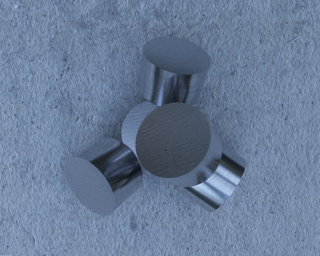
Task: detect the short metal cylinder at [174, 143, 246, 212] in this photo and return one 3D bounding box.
[{"bbox_3d":[0.061,0.056,0.384,0.050,0.080,0.080,35,90,0],"label":"short metal cylinder"}]

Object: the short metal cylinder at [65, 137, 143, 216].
[{"bbox_3d":[-0.068,0.058,0.377,0.080,0.050,0.079,19,125,29],"label":"short metal cylinder"}]

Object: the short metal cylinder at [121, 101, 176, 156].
[{"bbox_3d":[-0.006,0.006,0.398,0.081,0.050,0.080,0,90,-1],"label":"short metal cylinder"}]

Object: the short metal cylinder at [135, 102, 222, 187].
[{"bbox_3d":[0.021,0.019,0.332,0.080,0.050,0.080,-8,67,21],"label":"short metal cylinder"}]

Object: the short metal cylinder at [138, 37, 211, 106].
[{"bbox_3d":[0.016,-0.068,0.377,0.080,0.080,0.050,14,133,0],"label":"short metal cylinder"}]
